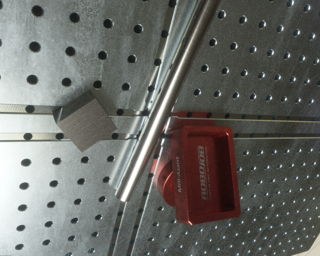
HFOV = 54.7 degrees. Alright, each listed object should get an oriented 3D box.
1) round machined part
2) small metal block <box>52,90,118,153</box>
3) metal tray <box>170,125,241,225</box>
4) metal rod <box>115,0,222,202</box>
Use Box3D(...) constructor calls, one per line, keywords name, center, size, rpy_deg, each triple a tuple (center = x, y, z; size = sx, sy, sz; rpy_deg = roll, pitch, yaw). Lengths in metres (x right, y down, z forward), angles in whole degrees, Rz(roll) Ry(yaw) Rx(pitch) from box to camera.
Box3D(name="round machined part", center=(0.049, 0.087, 0.483), size=(0.099, 0.042, 0.097), rpy_deg=(-14, 125, -21))
Box3D(name="small metal block", center=(-0.086, -0.008, 0.360), size=(0.050, 0.025, 0.050), rpy_deg=(-35, 129, -6))
Box3D(name="metal tray", center=(0.064, 0.063, 0.436), size=(0.091, 0.030, 0.129), rpy_deg=(1, 80, -29))
Box3D(name="metal rod", center=(0.005, -0.031, 0.396), size=(0.025, 0.025, 0.298), rpy_deg=(11, 113, -34))
